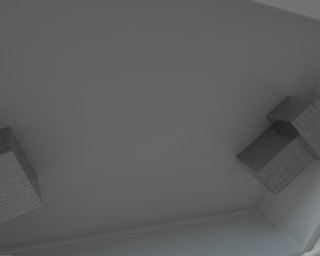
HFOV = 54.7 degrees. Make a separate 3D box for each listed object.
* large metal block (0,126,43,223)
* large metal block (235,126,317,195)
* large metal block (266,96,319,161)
[{"bbox_3d":[-0.182,0.056,0.328,0.081,0.050,0.080,-22,127,-15],"label":"large metal block"},{"bbox_3d":[0.180,0.048,0.492,0.080,0.080,0.050,-42,104,1],"label":"large metal block"},{"bbox_3d":[0.223,-0.001,0.475,0.050,0.080,0.080,-43,100,1],"label":"large metal block"}]
